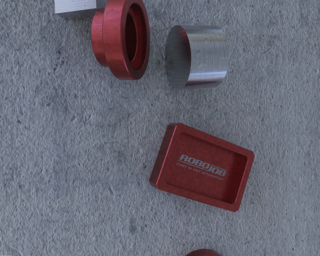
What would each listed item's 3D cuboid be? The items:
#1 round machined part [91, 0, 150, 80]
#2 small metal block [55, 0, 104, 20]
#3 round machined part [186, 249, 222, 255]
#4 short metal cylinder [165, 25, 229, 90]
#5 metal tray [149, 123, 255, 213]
[{"bbox_3d":[-0.047,-0.106,0.364,0.042,0.098,0.097,4,89,15],"label":"round machined part"},{"bbox_3d":[-0.095,-0.158,0.362,0.050,0.025,0.050,-3,91,11],"label":"small metal block"},{"bbox_3d":[0.065,0.223,0.426,0.099,0.042,0.097,0,90,-21],"label":"round machined part"},{"bbox_3d":[0.045,-0.090,0.397,0.050,0.080,0.079,-7,93,-20],"label":"short metal cylinder"},{"bbox_3d":[0.061,0.056,0.430,0.131,0.030,0.090,21,83,-19],"label":"metal tray"}]
